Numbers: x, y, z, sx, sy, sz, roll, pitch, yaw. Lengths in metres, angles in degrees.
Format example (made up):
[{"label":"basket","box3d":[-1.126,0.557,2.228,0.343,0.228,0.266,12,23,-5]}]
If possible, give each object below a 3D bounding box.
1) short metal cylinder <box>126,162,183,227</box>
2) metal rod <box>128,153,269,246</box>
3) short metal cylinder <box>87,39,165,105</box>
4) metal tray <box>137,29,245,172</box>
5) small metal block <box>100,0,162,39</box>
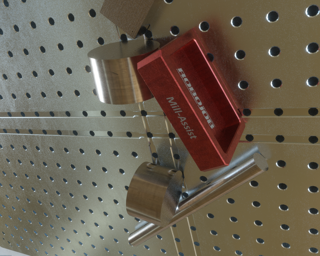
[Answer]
[{"label":"short metal cylinder","box3d":[-0.006,0.092,0.436,0.050,0.080,0.079,13,124,21]},{"label":"metal rod","box3d":[0.038,0.121,0.466,0.025,0.025,0.299,44,129,-3]},{"label":"short metal cylinder","box3d":[-0.037,-0.066,0.354,0.080,0.080,0.050,7,121,25]},{"label":"metal tray","box3d":[0.040,-0.031,0.328,0.030,0.090,0.130,-22,107,36]},{"label":"small metal block","box3d":[-0.032,-0.137,0.343,0.050,0.025,0.050,38,129,2]}]
